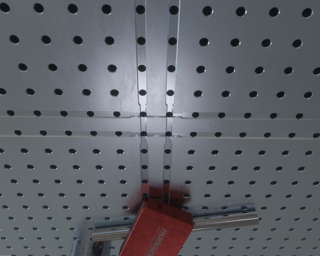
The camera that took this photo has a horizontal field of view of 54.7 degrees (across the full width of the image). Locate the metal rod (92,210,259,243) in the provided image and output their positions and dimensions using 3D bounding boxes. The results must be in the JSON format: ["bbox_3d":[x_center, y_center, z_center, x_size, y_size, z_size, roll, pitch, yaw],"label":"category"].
[{"bbox_3d":[0.024,0.180,0.565,0.301,0.025,0.025,-9,130,7],"label":"metal rod"}]

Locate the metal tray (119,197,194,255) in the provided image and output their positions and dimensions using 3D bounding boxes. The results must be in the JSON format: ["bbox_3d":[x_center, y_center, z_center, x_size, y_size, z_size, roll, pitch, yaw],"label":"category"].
[{"bbox_3d":[-0.009,0.192,0.541,0.090,0.030,0.129,22,112,-6],"label":"metal tray"}]

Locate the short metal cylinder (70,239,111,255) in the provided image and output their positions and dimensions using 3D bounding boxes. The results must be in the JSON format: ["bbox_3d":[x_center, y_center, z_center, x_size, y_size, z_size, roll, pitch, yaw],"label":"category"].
[{"bbox_3d":[-0.142,0.267,0.621,0.081,0.050,0.079,0,130,0],"label":"short metal cylinder"}]
